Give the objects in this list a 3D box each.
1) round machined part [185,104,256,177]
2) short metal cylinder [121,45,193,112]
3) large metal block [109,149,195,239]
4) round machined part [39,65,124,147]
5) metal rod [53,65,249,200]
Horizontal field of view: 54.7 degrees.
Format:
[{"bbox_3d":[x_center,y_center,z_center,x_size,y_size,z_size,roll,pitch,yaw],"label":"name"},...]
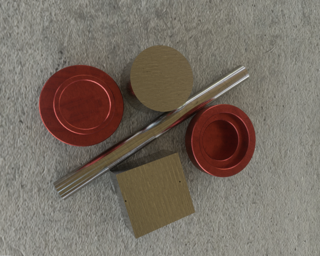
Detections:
[{"bbox_3d":[0.079,0.017,0.430,0.099,0.042,0.097,0,90,-20],"label":"round machined part"},{"bbox_3d":[-0.005,-0.059,0.394,0.081,0.050,0.079,0,90,-20],"label":"short metal cylinder"},{"bbox_3d":[-0.012,0.079,0.393,0.081,0.050,0.080,-18,96,-19],"label":"large metal block"},{"bbox_3d":[-0.091,-0.026,0.367,0.099,0.042,0.097,0,90,-20],"label":"round machined part"},{"bbox_3d":[0.001,-0.003,0.411,0.302,0.025,0.025,-33,101,-17],"label":"metal rod"}]
